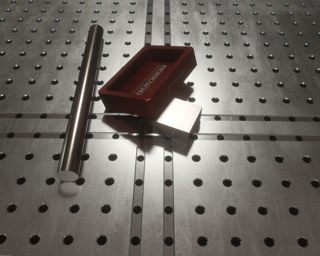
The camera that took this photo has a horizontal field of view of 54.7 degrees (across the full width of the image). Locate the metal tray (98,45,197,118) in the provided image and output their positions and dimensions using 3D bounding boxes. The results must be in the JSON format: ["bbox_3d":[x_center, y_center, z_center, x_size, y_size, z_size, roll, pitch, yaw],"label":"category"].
[{"bbox_3d":[-0.015,-0.073,0.448,0.090,0.030,0.130,12,48,32],"label":"metal tray"}]

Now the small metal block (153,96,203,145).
[{"bbox_3d":[0.024,-0.011,0.418,0.050,0.025,0.050,19,52,15],"label":"small metal block"}]

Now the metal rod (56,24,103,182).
[{"bbox_3d":[-0.110,-0.059,0.455,0.025,0.025,0.300,-1,50,-1],"label":"metal rod"}]
